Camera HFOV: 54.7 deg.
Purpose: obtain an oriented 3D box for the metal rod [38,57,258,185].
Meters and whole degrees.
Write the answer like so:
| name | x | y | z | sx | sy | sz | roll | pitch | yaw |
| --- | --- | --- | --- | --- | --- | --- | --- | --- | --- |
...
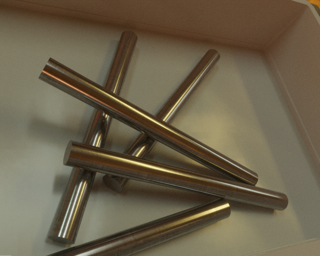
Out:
| name | x | y | z | sx | sy | sz | roll | pitch | yaw |
| --- | --- | --- | --- | --- | --- | --- | --- | --- | --- |
| metal rod | 0.004 | 0.006 | 0.372 | 0.301 | 0.025 | 0.025 | 29 | 52 | -23 |

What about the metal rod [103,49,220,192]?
| name | x | y | z | sx | sy | sz | roll | pitch | yaw |
| --- | --- | --- | --- | --- | --- | --- | --- | --- | --- |
| metal rod | 0.019 | -0.031 | 0.434 | 0.025 | 0.025 | 0.301 | 39 | 51 | -2 |

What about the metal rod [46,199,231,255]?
| name | x | y | z | sx | sy | sz | roll | pitch | yaw |
| --- | --- | --- | --- | --- | --- | --- | --- | --- | --- |
| metal rod | -0.048 | 0.119 | 0.307 | 0.303 | 0.025 | 0.025 | -8 | 66 | -32 |

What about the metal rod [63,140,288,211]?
| name | x | y | z | sx | sy | sz | roll | pitch | yaw |
| --- | --- | --- | --- | --- | --- | --- | --- | --- | --- |
| metal rod | 0.040 | 0.063 | 0.367 | 0.302 | 0.025 | 0.025 | 17 | 55 | -26 |

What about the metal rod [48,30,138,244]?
| name | x | y | z | sx | sy | sz | roll | pitch | yaw |
| --- | --- | --- | --- | --- | --- | --- | --- | --- | --- |
| metal rod | -0.069 | -0.015 | 0.377 | 0.025 | 0.025 | 0.300 | 22 | 53 | -15 |
